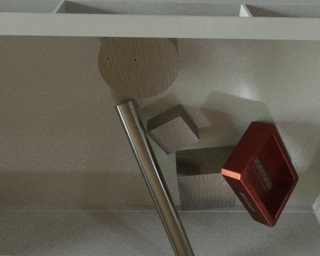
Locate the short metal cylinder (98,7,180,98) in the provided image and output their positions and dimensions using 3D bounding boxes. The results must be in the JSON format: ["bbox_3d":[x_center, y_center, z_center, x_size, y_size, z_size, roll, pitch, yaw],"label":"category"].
[{"bbox_3d":[-0.021,-0.078,0.326,0.081,0.050,0.079,0,130,0],"label":"short metal cylinder"}]

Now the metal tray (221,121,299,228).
[{"bbox_3d":[0.142,0.065,0.426,0.030,0.090,0.130,12,148,49],"label":"metal tray"}]

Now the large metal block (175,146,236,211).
[{"bbox_3d":[0.067,0.076,0.458,0.080,0.050,0.080,-6,130,4],"label":"large metal block"}]

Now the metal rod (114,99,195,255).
[{"bbox_3d":[0.007,0.105,0.415,0.025,0.025,0.298,-18,102,14],"label":"metal rod"}]

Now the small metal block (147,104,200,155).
[{"bbox_3d":[0.017,0.003,0.412,0.050,0.025,0.050,-27,126,20],"label":"small metal block"}]
